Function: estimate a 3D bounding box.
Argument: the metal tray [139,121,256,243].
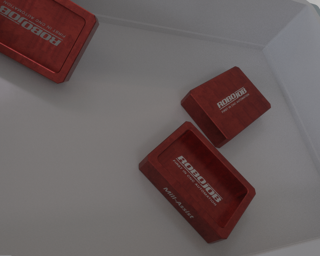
[{"bbox_3d":[0.049,0.064,0.388,0.130,0.030,0.091,47,51,4],"label":"metal tray"}]

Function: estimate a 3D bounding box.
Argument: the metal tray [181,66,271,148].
[{"bbox_3d":[0.106,-0.037,0.481,0.131,0.030,0.090,-31,79,-38],"label":"metal tray"}]

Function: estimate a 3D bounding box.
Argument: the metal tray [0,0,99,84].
[{"bbox_3d":[-0.150,-0.121,0.360,0.131,0.090,0.030,29,7,-10],"label":"metal tray"}]
